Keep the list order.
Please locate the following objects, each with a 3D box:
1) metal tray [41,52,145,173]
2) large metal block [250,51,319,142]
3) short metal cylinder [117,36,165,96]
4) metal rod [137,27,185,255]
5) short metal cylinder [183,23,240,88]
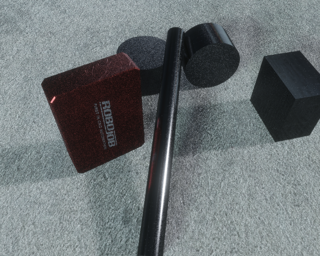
[{"bbox_3d":[-0.066,-0.011,0.344,0.091,0.129,0.030,-25,54,-19],"label":"metal tray"},{"bbox_3d":[0.166,-0.041,0.403,0.050,0.080,0.080,-10,51,-9],"label":"large metal block"},{"bbox_3d":[-0.022,-0.094,0.466,0.081,0.050,0.080,0,50,0],"label":"short metal cylinder"},{"bbox_3d":[0.007,-0.005,0.371,0.025,0.025,0.300,5,61,4],"label":"metal rod"},{"bbox_3d":[0.070,-0.106,0.457,0.081,0.080,0.050,-9,51,-7],"label":"short metal cylinder"}]
